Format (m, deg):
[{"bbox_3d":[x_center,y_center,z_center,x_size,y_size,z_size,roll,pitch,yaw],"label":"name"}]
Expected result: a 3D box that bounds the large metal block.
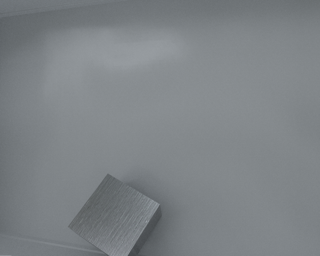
[{"bbox_3d":[-0.054,0.119,0.397,0.080,0.050,0.080,27,64,18],"label":"large metal block"}]
